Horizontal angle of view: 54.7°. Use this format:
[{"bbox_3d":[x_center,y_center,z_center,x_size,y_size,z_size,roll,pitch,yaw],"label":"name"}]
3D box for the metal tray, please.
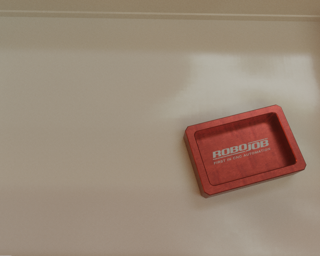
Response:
[{"bbox_3d":[0.105,0.029,0.397,0.131,0.030,0.090,-14,71,-6],"label":"metal tray"}]
